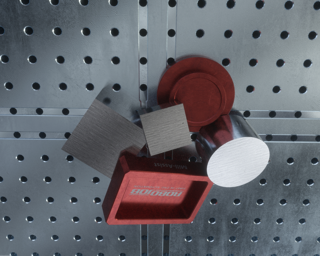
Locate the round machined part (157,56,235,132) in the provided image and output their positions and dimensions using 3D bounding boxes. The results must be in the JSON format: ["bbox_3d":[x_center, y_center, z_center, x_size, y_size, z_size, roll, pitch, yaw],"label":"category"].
[{"bbox_3d":[0.046,-0.040,0.390,0.099,0.042,0.097,0,110,0],"label":"round machined part"}]

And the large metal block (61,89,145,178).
[{"bbox_3d":[-0.066,0.009,0.403,0.080,0.050,0.080,34,106,-12],"label":"large metal block"}]

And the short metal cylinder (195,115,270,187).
[{"bbox_3d":[0.092,0.030,0.400,0.081,0.050,0.079,-6,125,-9],"label":"short metal cylinder"}]

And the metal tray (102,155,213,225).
[{"bbox_3d":[-0.001,0.086,0.412,0.131,0.030,0.089,8,119,-27],"label":"metal tray"}]

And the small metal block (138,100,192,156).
[{"bbox_3d":[0.005,-0.001,0.364,0.050,0.025,0.050,-16,107,-6],"label":"small metal block"}]
